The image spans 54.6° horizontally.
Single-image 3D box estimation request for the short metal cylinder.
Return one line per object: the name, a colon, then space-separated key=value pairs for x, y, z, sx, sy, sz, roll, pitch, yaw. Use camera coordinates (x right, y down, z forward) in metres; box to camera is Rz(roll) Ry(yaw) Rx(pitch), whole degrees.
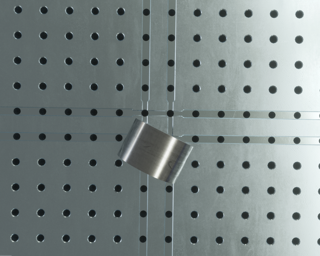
short metal cylinder: x=-0.005 y=0.028 z=0.386 sx=0.080 sy=0.080 sz=0.050 roll=27 pitch=90 yaw=0
